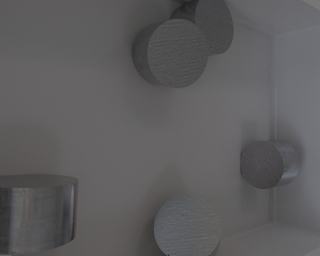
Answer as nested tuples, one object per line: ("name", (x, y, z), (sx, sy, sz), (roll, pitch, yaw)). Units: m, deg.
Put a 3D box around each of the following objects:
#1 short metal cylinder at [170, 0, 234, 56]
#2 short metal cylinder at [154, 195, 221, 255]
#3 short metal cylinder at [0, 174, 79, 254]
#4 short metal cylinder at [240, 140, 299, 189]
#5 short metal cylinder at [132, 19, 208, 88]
("short metal cylinder", (0.059, -0.141, 0.439), (0.081, 0.050, 0.080), (0, 90, -40))
("short metal cylinder", (0.036, 0.132, 0.392), (0.080, 0.080, 0.050), (-58, 156, -24))
("short metal cylinder", (-0.115, 0.071, 0.275), (0.081, 0.080, 0.050), (3, 88, -40))
("short metal cylinder", (0.185, 0.061, 0.526), (0.050, 0.080, 0.080), (0, 90, -40))
("short metal cylinder", (0.012, -0.092, 0.385), (0.081, 0.050, 0.079), (-6, 104, -24))
